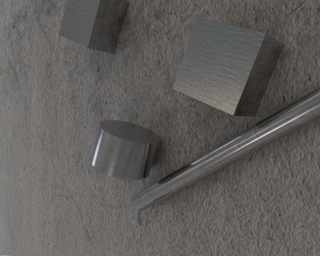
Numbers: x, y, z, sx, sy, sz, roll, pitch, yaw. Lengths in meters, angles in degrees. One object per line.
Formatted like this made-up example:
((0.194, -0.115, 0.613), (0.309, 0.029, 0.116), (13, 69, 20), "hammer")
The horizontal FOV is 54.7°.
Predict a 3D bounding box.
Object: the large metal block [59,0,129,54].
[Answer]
((-0.102, -0.167, 0.473), (0.080, 0.050, 0.079), (31, 109, 35), "large metal block")

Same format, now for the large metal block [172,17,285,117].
((0.071, -0.064, 0.330), (0.080, 0.050, 0.079), (29, 108, 36), "large metal block")

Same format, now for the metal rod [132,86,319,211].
((0.072, 0.030, 0.345), (0.299, 0.025, 0.025), (-36, 68, 34), "metal rod")

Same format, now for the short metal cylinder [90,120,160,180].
((-0.045, 0.027, 0.407), (0.080, 0.081, 0.050), (28, 108, 36), "short metal cylinder")
